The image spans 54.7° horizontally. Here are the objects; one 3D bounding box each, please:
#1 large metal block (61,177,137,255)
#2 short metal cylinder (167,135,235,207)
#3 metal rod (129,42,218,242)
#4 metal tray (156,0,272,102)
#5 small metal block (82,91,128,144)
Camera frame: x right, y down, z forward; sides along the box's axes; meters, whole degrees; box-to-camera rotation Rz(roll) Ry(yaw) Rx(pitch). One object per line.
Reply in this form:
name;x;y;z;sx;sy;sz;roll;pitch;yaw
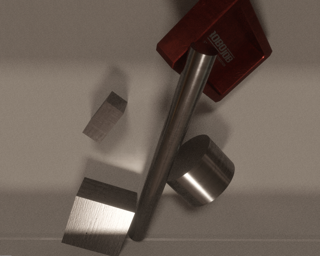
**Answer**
large metal block;-0.085;0.127;0.444;0.080;0.050;0.079;18;109;-7
short metal cylinder;0.049;0.054;0.403;0.080;0.080;0.050;-40;106;13
metal rod;0.002;0.043;0.359;0.025;0.025;0.298;14;128;-6
metal tray;0.065;-0.083;0.333;0.090;0.130;0.030;-43;62;14
small metal block;-0.068;-0.014;0.392;0.025;0.050;0.050;36;106;-13
